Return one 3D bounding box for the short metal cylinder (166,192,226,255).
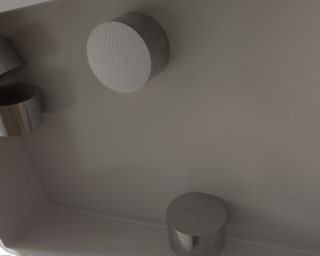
[{"bbox_3d":[0.050,0.135,0.429,0.080,0.080,0.050,9,122,23],"label":"short metal cylinder"}]

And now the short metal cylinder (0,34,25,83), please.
[{"bbox_3d":[-0.245,-0.091,0.443,0.080,0.080,0.050,-20,108,35],"label":"short metal cylinder"}]

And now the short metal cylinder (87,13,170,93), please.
[{"bbox_3d":[-0.036,-0.087,0.356,0.080,0.050,0.079,13,124,20],"label":"short metal cylinder"}]

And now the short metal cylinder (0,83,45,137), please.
[{"bbox_3d":[-0.221,-0.029,0.469,0.080,0.080,0.050,13,124,21],"label":"short metal cylinder"}]
